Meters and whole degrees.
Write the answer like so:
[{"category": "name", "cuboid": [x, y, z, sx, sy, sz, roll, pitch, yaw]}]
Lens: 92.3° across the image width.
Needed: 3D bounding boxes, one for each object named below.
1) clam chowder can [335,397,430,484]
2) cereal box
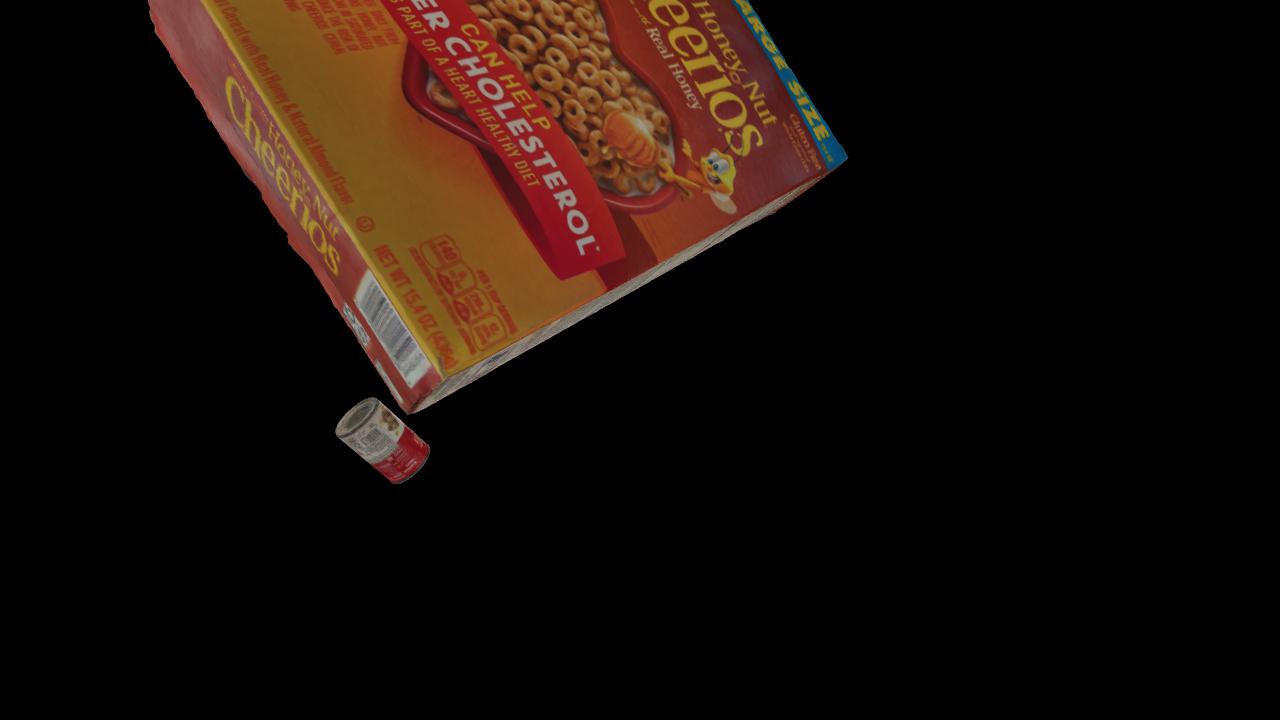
[{"category": "clam chowder can", "cuboid": [-0.336, 0.106, 0.806, 0.068, 0.068, 0.102, 0, -43, 42]}, {"category": "cereal box", "cuboid": [-0.037, -0.135, 0.326, 0.306, 0.203, 0.081, -33, 2, -35]}]
